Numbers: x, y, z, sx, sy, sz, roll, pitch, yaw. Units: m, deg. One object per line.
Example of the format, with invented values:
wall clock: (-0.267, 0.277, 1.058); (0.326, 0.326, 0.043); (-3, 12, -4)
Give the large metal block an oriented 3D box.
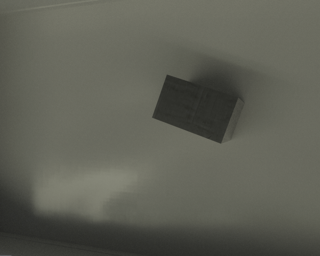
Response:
large metal block: (0.049, -0.021, 0.364); (0.080, 0.080, 0.050); (21, 97, 18)
